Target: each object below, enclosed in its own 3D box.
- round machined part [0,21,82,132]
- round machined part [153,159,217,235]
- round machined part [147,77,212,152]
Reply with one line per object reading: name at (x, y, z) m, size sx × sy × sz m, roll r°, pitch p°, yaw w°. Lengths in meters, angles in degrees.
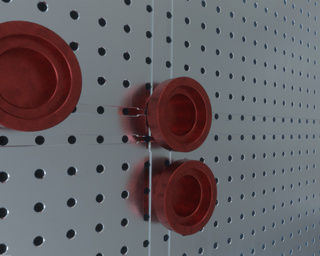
round machined part at (-0.128, -0.045, 0.290) m, size 0.099 × 0.042 × 0.097 m, roll 0°, pitch 90°, yaw -40°
round machined part at (0.030, 0.091, 0.422) m, size 0.099 × 0.042 × 0.097 m, roll 0°, pitch 90°, yaw -40°
round machined part at (0.021, -0.018, 0.415) m, size 0.099 × 0.042 × 0.097 m, roll 0°, pitch 90°, yaw -40°
